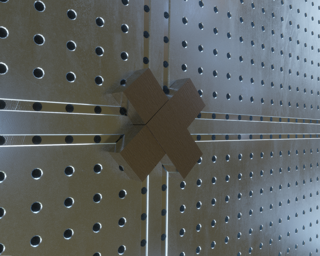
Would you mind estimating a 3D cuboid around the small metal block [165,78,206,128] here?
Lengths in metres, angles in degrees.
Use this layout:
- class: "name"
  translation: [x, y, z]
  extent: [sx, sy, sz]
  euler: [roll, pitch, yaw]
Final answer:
- class: "small metal block"
  translation: [0.031, -0.035, 0.437]
  extent: [0.050, 0.025, 0.050]
  euler: [-49, 119, -29]

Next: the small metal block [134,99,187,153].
- class: "small metal block"
  translation: [0.002, -0.002, 0.412]
  extent: [0.050, 0.025, 0.050]
  euler: [-49, 119, -29]

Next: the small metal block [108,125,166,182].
- class: "small metal block"
  translation: [-0.027, 0.031, 0.388]
  extent: [0.050, 0.025, 0.050]
  euler: [-49, 119, -29]

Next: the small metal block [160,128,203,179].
- class: "small metal block"
  translation: [0.027, 0.035, 0.434]
  extent: [0.050, 0.025, 0.050]
  euler: [-49, 119, -29]

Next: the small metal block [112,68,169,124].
- class: "small metal block"
  translation: [-0.024, -0.040, 0.391]
  extent: [0.050, 0.025, 0.050]
  euler: [-49, 119, -29]
